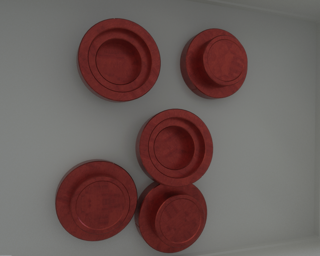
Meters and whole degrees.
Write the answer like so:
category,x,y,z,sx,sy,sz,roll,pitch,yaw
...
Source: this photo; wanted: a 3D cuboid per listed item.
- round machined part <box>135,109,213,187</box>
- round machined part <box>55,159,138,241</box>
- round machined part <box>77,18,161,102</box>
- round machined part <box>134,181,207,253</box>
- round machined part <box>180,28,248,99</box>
category,x,y,z,sx,sy,sz,roll,pitch,yaw
round machined part,0.016,0.026,0.403,0.099,0.042,0.097,2,83,-19
round machined part,-0.074,0.088,0.374,0.099,0.042,0.097,0,90,-20
round machined part,-0.052,-0.080,0.382,0.099,0.042,0.097,0,90,-20
round machined part,0.019,0.117,0.409,0.099,0.042,0.097,0,90,-20
round machined part,0.081,-0.090,0.431,0.099,0.042,0.097,0,90,-20
